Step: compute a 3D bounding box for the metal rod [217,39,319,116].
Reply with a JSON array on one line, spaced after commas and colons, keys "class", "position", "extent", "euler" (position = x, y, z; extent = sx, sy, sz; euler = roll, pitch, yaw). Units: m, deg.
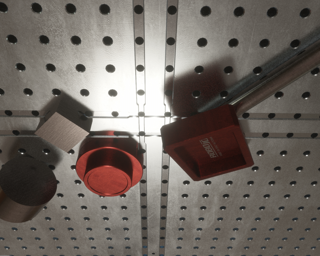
[{"class": "metal rod", "position": [0.171, -0.080, 0.346], "extent": [0.299, 0.025, 0.025], "euler": [-35, 122, 25]}]

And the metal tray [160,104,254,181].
[{"class": "metal tray", "position": [0.066, 0.026, 0.404], "extent": [0.090, 0.030, 0.130], "euler": [-19, 147, 15]}]

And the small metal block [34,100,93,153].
[{"class": "small metal block", "position": [-0.127, -0.001, 0.409], "extent": [0.050, 0.025, 0.050], "euler": [-37, 121, 27]}]

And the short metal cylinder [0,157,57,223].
[{"class": "short metal cylinder", "position": [-0.199, 0.089, 0.448], "extent": [0.080, 0.080, 0.050], "euler": [30, 124, -23]}]

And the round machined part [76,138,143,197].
[{"class": "round machined part", "position": [-0.074, 0.064, 0.454], "extent": [0.099, 0.042, 0.097], "euler": [-1, 130, 0]}]
